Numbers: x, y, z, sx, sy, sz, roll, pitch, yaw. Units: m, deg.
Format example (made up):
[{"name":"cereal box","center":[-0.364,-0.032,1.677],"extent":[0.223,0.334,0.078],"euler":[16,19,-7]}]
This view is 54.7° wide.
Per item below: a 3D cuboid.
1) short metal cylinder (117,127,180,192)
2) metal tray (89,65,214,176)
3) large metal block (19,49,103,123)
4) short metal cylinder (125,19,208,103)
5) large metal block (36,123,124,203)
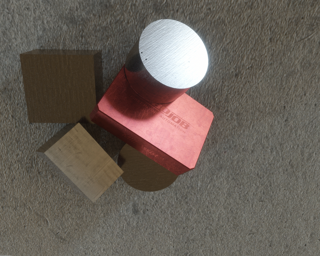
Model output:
[{"name":"short metal cylinder","center":[-0.013,0.037,0.412],"extent":[0.081,0.050,0.079],"euler":[0,110,0]},{"name":"metal tray","center":[-0.005,-0.014,0.372],"extent":[0.130,0.090,0.030],"euler":[34,146,-12]},{"name":"large metal block","center":[-0.114,-0.052,0.375],"extent":[0.081,0.050,0.079],"euler":[1,110,-1]},{"name":"short metal cylinder","center":[0.006,-0.073,0.350],"extent":[0.081,0.050,0.080],"euler":[6,74,-22]},{"name":"large metal block","center":[-0.103,0.042,0.389],"extent":[0.050,0.080,0.080],"euler":[-46,108,-22]}]
